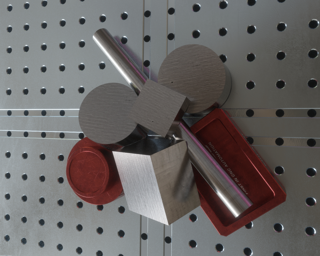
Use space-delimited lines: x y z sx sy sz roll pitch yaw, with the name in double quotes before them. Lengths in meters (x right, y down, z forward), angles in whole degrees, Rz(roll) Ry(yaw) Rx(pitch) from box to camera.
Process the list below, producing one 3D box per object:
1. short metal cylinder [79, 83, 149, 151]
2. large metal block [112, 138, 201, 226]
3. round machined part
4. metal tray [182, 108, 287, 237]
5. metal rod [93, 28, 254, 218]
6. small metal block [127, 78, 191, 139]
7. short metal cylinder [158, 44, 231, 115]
"short metal cylinder" -0.057 -0.012 0.404 0.080 0.050 0.080 -3 73 10
"large metal block" -0.005 0.059 0.369 0.080 0.050 0.080 -1 107 53
"round machined part" -0.090 0.059 0.430 0.098 0.042 0.097 0 90 19
"metal tray" 0.077 0.052 0.379 0.090 0.030 0.130 -38 78 16
"metal rod" 0.003 -0.022 0.381 0.025 0.025 0.300 -45 67 14
"small metal block" -0.001 -0.021 0.353 0.050 0.025 0.050 28 91 18
"short metal cylinder" 0.044 -0.057 0.380 0.080 0.050 0.079 0 90 20
